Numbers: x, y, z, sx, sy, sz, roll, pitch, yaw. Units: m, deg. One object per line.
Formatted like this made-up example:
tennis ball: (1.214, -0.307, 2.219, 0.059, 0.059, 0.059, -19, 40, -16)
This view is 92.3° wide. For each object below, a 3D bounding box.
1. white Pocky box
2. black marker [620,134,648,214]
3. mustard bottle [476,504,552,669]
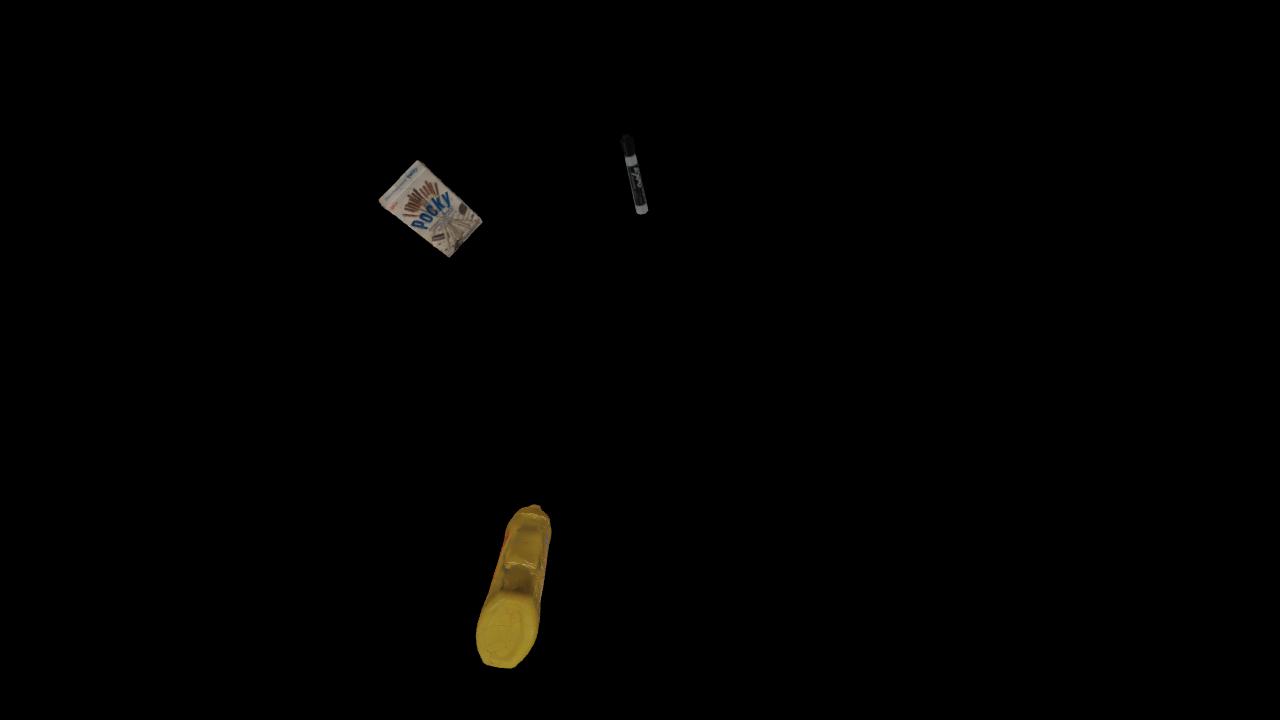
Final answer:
white Pocky box: (-0.311, -0.224, 0.929, 0.028, 0.084, 0.154, 43, -1, 25)
black marker: (-0.008, -0.267, 0.888, 0.020, 0.121, 0.020, -8, 44, 8)
mustard bottle: (-0.119, 0.206, 0.622, 0.054, 0.092, 0.184, 8, 21, -5)
